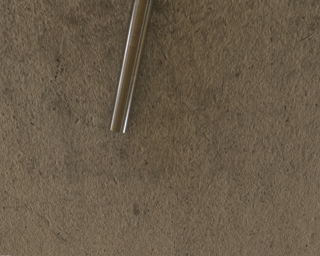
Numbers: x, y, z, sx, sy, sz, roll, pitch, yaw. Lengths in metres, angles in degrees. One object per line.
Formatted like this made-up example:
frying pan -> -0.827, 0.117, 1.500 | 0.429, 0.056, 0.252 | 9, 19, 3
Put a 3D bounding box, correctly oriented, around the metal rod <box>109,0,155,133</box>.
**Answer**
metal rod -> -0.022, -0.135, 0.359 | 0.025, 0.025, 0.298 | 12, 110, -5
